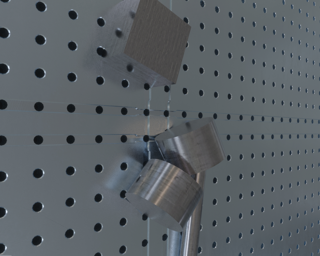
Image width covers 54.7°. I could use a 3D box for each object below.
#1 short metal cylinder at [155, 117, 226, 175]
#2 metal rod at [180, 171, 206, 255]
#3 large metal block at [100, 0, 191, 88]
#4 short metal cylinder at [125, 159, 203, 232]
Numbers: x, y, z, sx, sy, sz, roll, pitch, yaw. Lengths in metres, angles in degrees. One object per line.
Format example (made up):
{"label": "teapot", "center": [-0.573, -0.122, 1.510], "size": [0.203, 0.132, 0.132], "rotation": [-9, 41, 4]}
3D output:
{"label": "short metal cylinder", "center": [0.039, 0.023, 0.403], "size": [0.081, 0.080, 0.050], "rotation": [-27, 100, -37]}
{"label": "metal rod", "center": [0.046, 0.138, 0.448], "size": [0.025, 0.025, 0.298], "rotation": [12, 83, -40]}
{"label": "large metal block", "center": [-0.016, -0.104, 0.380], "size": [0.080, 0.050, 0.080], "rotation": [25, 75, -38]}
{"label": "short metal cylinder", "center": [0.005, 0.082, 0.378], "size": [0.080, 0.080, 0.050], "rotation": [50, 61, -29]}
